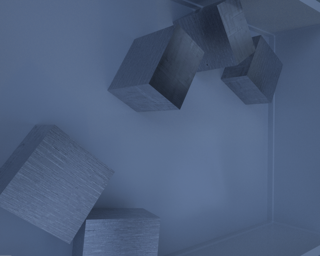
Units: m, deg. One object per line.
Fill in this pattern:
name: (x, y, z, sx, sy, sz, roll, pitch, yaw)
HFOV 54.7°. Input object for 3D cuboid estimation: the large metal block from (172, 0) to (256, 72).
large metal block: (0.076, -0.129, 0.437, 0.050, 0.080, 0.080, -39, 114, -33)

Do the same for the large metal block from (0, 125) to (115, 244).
large metal block: (-0.106, 0.052, 0.303, 0.080, 0.050, 0.080, 45, 63, -31)

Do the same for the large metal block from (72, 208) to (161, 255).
large metal block: (-0.050, 0.134, 0.338, 0.081, 0.050, 0.080, 7, 86, -25)

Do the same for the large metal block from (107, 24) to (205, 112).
large metal block: (-0.005, -0.067, 0.368, 0.050, 0.080, 0.080, 37, 67, -34)

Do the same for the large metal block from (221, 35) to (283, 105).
large metal block: (0.158, -0.096, 0.526, 0.080, 0.050, 0.080, 36, 68, -35)
